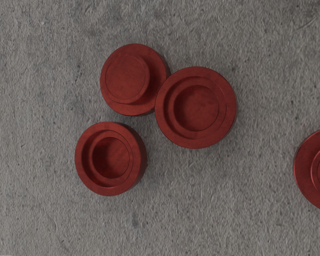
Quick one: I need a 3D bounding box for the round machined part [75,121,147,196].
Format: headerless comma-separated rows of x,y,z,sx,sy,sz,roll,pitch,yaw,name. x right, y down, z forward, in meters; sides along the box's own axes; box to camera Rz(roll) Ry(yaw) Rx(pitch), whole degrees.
-0.063,0.040,0.422,0.098,0.042,0.097,0,90,20,round machined part

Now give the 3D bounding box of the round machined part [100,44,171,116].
-0.038,-0.064,0.413,0.098,0.042,0.097,0,90,20,round machined part

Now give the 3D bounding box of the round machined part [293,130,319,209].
0.196,0.046,0.330,0.098,0.042,0.097,0,90,20,round machined part

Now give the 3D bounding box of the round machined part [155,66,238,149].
0.047,-0.024,0.383,0.098,0.042,0.097,0,90,20,round machined part
